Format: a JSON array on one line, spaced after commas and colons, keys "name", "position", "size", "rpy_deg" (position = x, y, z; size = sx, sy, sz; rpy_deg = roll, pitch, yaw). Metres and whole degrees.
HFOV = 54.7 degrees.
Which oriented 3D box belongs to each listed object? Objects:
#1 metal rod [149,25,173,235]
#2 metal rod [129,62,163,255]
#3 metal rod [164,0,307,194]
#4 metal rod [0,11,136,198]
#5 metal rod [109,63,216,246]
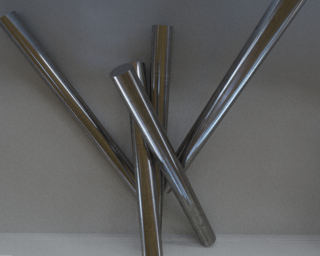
[{"name": "metal rod", "position": [-0.004, 0.023, 0.403], "size": [0.025, 0.025, 0.298], "rpy_deg": [2, 104, -2]}, {"name": "metal rod", "position": [-0.017, 0.070, 0.373], "size": [0.025, 0.025, 0.298], "rpy_deg": [-6, 86, 1]}, {"name": "metal rod", "position": [0.063, -0.019, 0.352], "size": [0.025, 0.025, 0.298], "rpy_deg": [22, 129, -8]}, {"name": "metal rod", "position": [-0.097, -0.012, 0.405], "size": [0.025, 0.025, 0.299], "rpy_deg": [-31, 108, 10]}, {"name": "metal rod", "position": [0.017, 0.055, 0.386], "size": [0.025, 0.025, 0.299], "rpy_deg": [-21, 123, 7]}]
